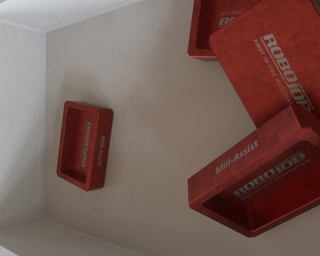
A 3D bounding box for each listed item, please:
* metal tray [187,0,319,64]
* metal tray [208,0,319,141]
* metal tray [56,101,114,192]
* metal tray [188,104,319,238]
[{"bbox_3d":[0.095,-0.116,0.323,0.130,0.030,0.089,12,97,39],"label":"metal tray"},{"bbox_3d":[0.115,-0.051,0.281,0.090,0.030,0.130,-29,92,36],"label":"metal tray"},{"bbox_3d":[-0.124,0.026,0.502,0.090,0.030,0.129,15,99,38],"label":"metal tray"},{"bbox_3d":[0.100,0.047,0.280,0.129,0.090,0.030,-43,27,32],"label":"metal tray"}]
